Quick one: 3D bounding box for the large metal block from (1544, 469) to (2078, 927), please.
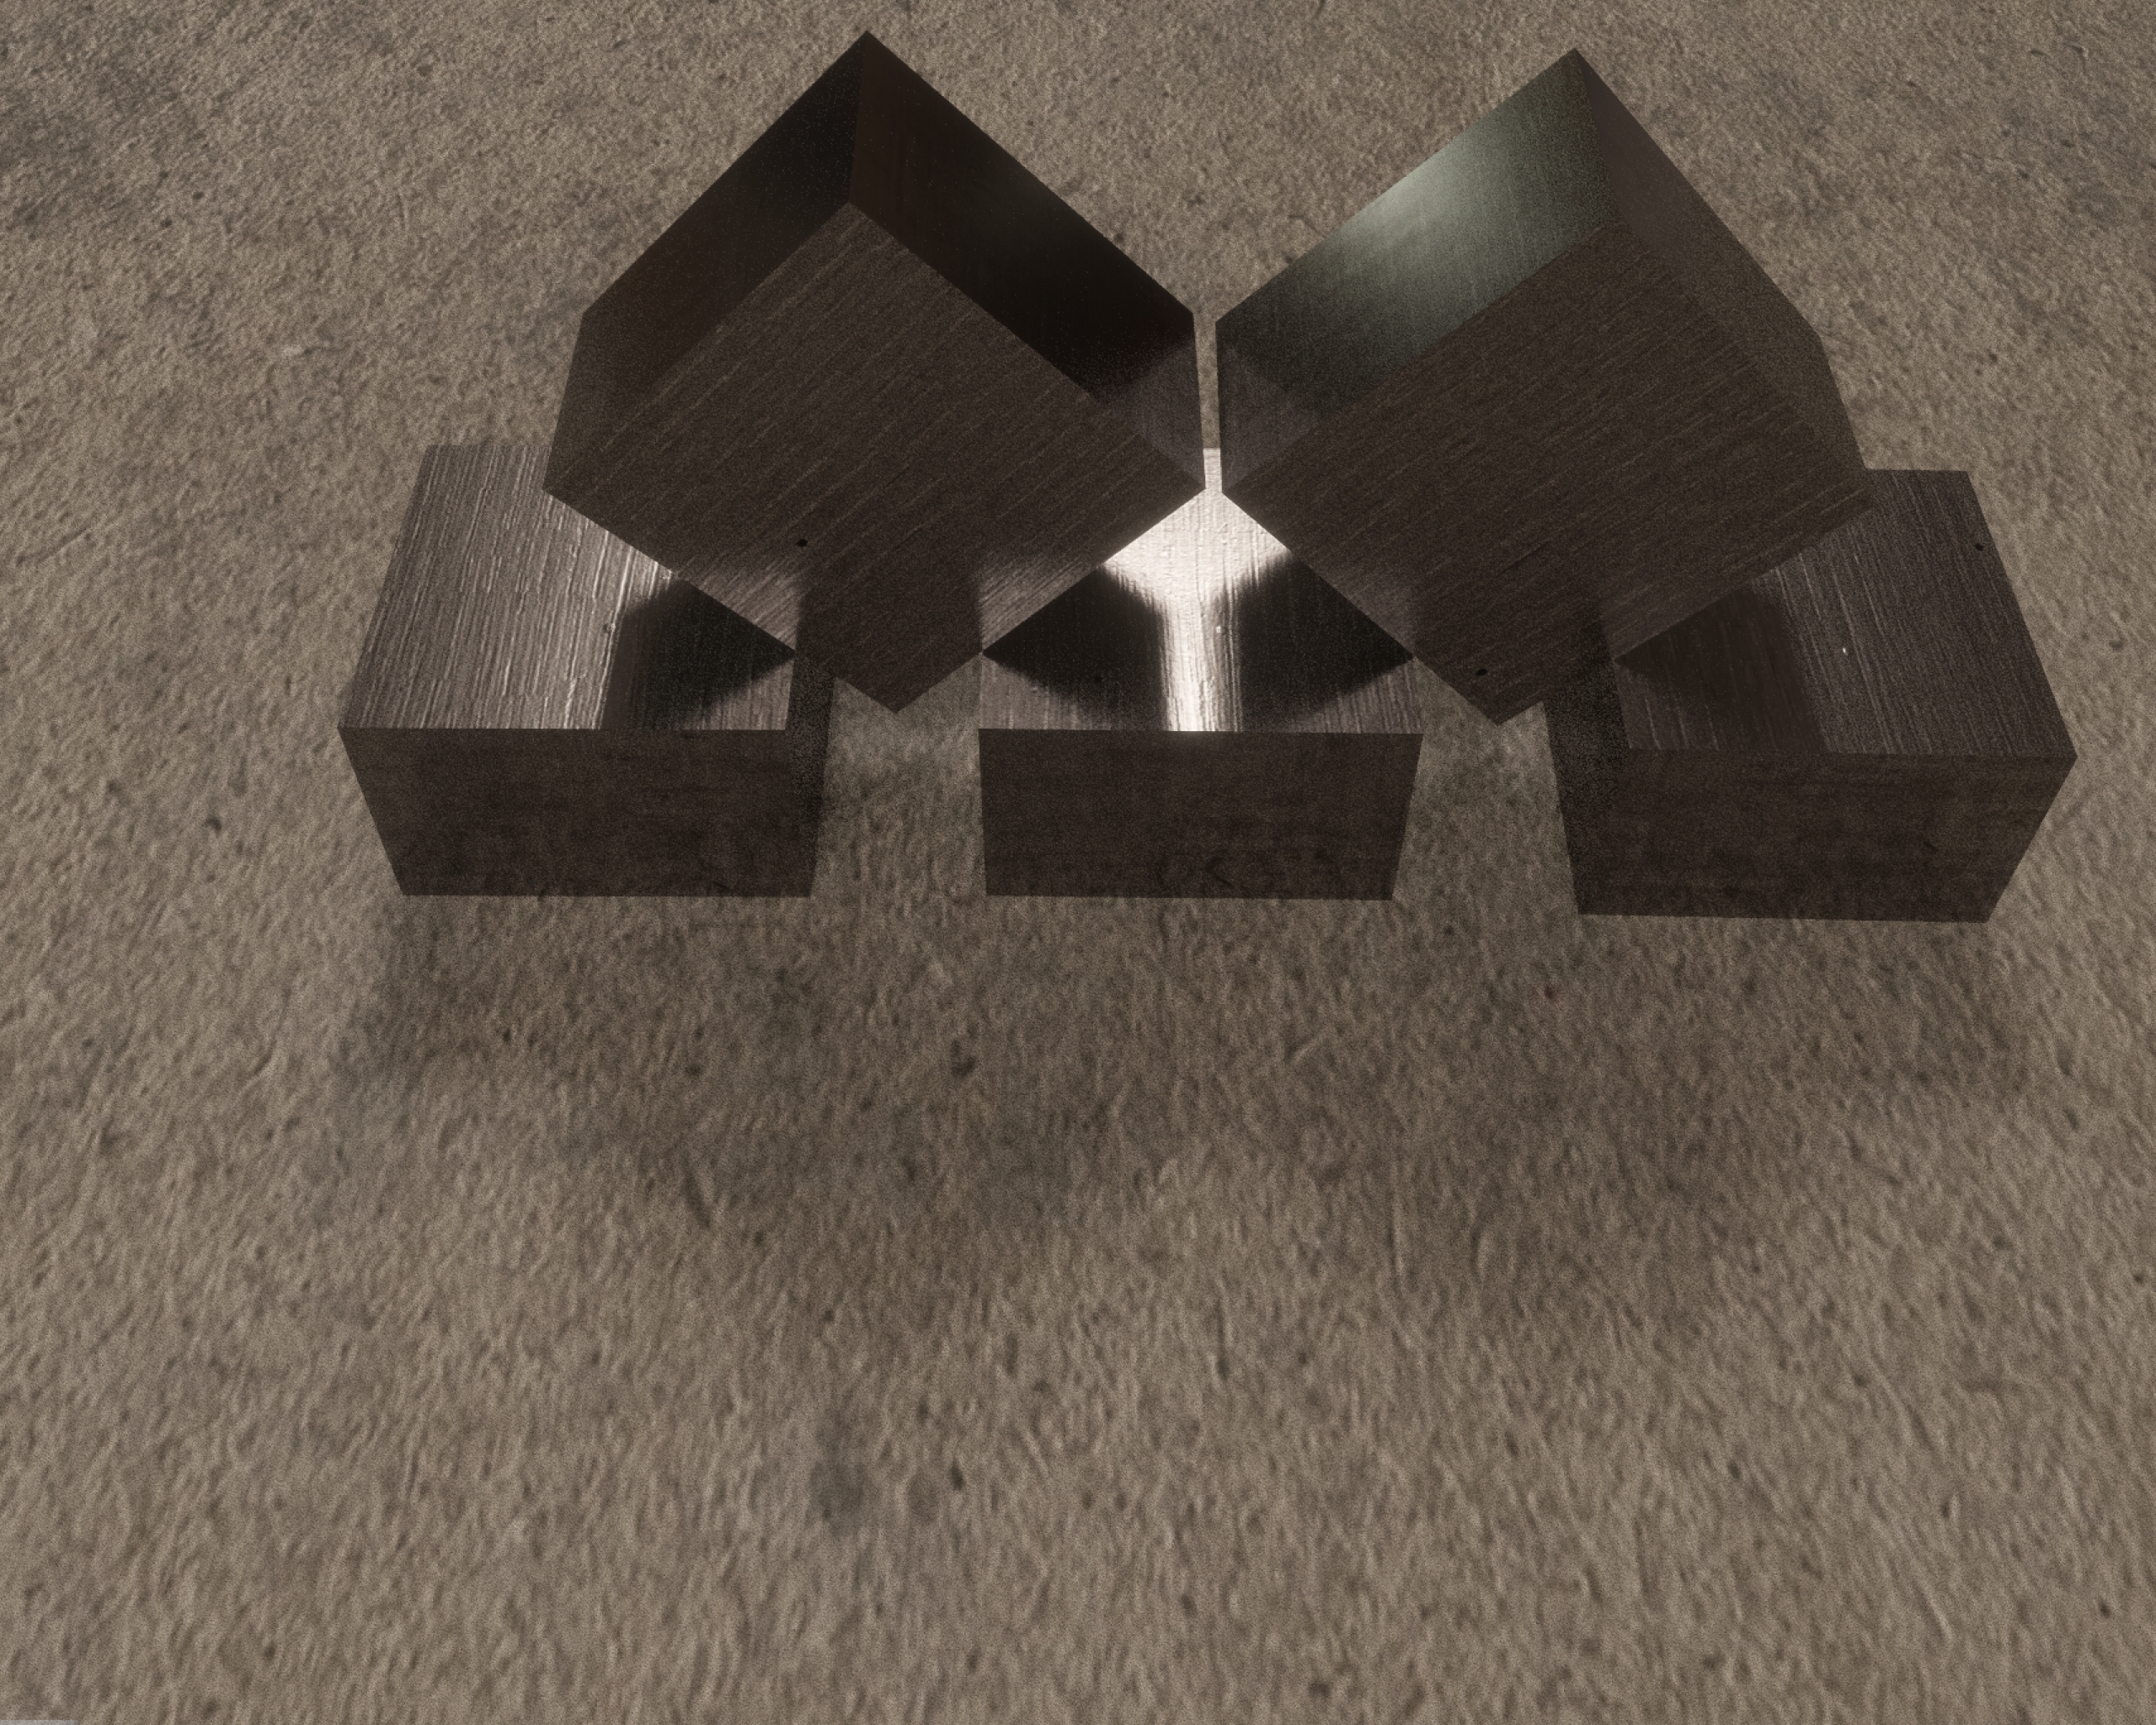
[{"bbox_3d":[0.140,-0.034,0.420,0.081,0.050,0.080,1,50,0],"label":"large metal block"}]

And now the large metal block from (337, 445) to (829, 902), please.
[{"bbox_3d":[-0.093,-0.039,0.420,0.081,0.050,0.080,0,50,0],"label":"large metal block"}]

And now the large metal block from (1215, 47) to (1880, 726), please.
[{"bbox_3d":[0.082,-0.082,0.377,0.080,0.080,0.050,-32,40,33],"label":"large metal block"}]

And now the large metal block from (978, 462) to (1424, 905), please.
[{"bbox_3d":[0.023,-0.038,0.421,0.081,0.050,0.080,1,50,0],"label":"large metal block"}]

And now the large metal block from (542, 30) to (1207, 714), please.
[{"bbox_3d":[-0.035,-0.083,0.374,0.080,0.080,0.050,32,40,-34],"label":"large metal block"}]
